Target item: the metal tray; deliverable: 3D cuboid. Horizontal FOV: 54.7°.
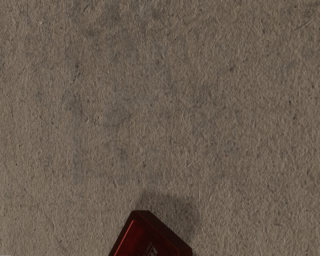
[{"bbox_3d":[-0.026,0.183,0.392,0.090,0.030,0.129,31,96,39],"label":"metal tray"}]
